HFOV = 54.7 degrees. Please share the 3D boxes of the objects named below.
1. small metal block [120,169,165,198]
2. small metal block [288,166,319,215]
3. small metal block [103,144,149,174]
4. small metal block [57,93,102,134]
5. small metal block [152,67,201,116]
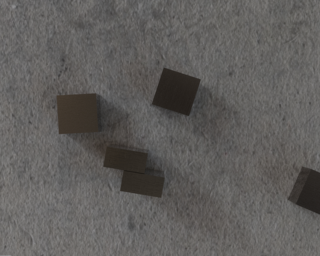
[{"bbox_3d":[-0.021,0.068,0.397,0.050,0.050,0.025,10,90,-1],"label":"small metal block"},{"bbox_3d":[0.209,0.086,0.413,0.050,0.025,0.050,24,90,-1],"label":"small metal block"},{"bbox_3d":[-0.041,0.038,0.397,0.050,0.050,0.025,10,90,-1],"label":"small metal block"},{"bbox_3d":[-0.106,-0.018,0.409,0.050,0.025,0.050,-3,90,-1],"label":"small metal block"},{"bbox_3d":[0.021,-0.047,0.410,0.050,0.025,0.050,18,90,-1],"label":"small metal block"}]
